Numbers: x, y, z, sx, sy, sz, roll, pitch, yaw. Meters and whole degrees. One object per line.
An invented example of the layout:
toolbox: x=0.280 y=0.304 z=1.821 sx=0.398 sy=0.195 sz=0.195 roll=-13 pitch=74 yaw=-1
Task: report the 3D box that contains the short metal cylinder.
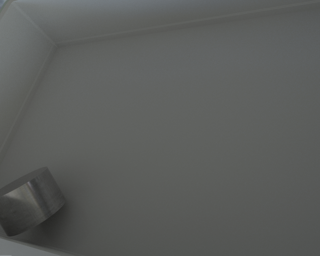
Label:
short metal cylinder: x=-0.170 y=0.092 z=0.396 sx=0.080 sy=0.050 sz=0.080 roll=-25 pitch=10 yaw=5
